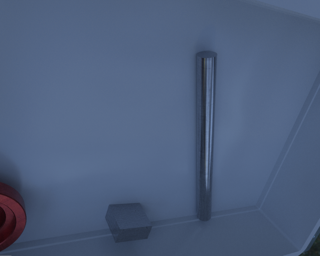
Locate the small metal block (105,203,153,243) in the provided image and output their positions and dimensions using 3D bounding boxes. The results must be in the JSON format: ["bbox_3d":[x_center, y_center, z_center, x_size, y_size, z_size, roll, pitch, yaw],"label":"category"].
[{"bbox_3d":[-0.047,0.137,0.454,0.050,0.050,0.025,5,116,-31],"label":"small metal block"}]

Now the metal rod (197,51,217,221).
[{"bbox_3d":[0.069,0.032,0.468,0.025,0.025,0.298,-18,126,-19],"label":"metal rod"}]

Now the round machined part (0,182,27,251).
[{"bbox_3d":[-0.204,0.096,0.346,0.099,0.042,0.097,-14,125,-21],"label":"round machined part"}]
